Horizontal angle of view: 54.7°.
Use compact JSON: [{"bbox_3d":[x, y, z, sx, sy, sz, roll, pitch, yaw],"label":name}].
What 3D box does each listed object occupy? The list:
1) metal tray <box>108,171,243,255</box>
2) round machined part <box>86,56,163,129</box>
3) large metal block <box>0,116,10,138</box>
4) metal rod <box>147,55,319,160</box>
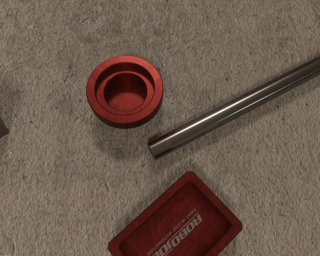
[{"bbox_3d":[0.018,0.126,0.359,0.130,0.030,0.090,-40,75,-14],"label":"metal tray"},{"bbox_3d":[-0.045,-0.044,0.415,0.099,0.042,0.098,0,70,-1],"label":"round machined part"},{"bbox_3d":[-0.249,-0.004,0.377,0.080,0.080,0.050,-34,74,-12],"label":"large metal block"},{"bbox_3d":[0.121,-0.036,0.422,0.302,0.025,0.025,-27,73,-10],"label":"metal rod"}]
